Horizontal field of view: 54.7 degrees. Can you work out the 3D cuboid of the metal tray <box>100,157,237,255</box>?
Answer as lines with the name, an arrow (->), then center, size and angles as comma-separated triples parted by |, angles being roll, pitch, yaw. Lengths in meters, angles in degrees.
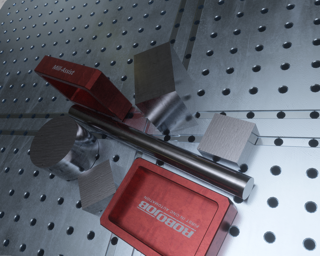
metal tray -> 0.006, 0.096, 0.342 | 0.130, 0.030, 0.090 | 20, 72, 35

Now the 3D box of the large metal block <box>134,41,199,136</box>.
large metal block -> 0.008, -0.048, 0.400 | 0.050, 0.080, 0.080 | -17, 55, 19

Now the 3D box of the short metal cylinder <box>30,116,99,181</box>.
short metal cylinder -> -0.137, 0.029, 0.445 | 0.080, 0.050, 0.080 | -13, 56, 21

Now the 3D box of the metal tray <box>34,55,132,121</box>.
metal tray -> -0.114, -0.060, 0.462 | 0.130, 0.090, 0.030 | 20, 73, 35

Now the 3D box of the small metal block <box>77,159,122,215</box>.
small metal block -> -0.076, 0.076, 0.402 | 0.050, 0.025, 0.050 | -28, 52, 10

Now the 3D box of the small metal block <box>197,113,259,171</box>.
small metal block -> 0.079, 0.015, 0.357 | 0.050, 0.025, 0.050 | 19, 71, 35

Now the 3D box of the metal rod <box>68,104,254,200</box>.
metal rod -> -0.022, 0.018, 0.408 | 0.300, 0.025, 0.025 | 21, 73, 36
